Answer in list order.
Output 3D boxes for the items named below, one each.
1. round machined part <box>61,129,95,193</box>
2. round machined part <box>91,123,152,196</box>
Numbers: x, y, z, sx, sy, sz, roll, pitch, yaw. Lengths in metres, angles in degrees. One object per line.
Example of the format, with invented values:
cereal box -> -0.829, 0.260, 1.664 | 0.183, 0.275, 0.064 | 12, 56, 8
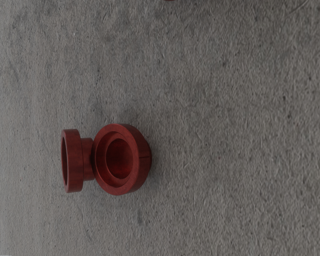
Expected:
round machined part -> -0.127, 0.050, 0.483 | 0.098, 0.042, 0.097 | 178, 90, -67
round machined part -> -0.050, 0.042, 0.435 | 0.098, 0.042, 0.097 | 0, 90, 40
